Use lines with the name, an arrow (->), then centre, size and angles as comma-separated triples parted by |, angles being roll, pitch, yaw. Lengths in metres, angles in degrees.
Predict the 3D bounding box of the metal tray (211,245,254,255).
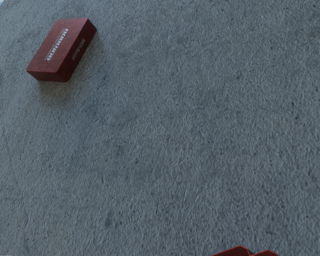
metal tray -> 0.058, 0.179, 0.260 | 0.090, 0.030, 0.130 | -25, 53, 12

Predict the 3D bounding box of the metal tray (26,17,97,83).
metal tray -> -0.187, -0.150, 0.591 | 0.090, 0.030, 0.130 | 9, 66, 32

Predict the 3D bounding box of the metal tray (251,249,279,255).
metal tray -> 0.047, 0.161, 0.238 | 0.130, 0.030, 0.090 | -26, 53, 12
